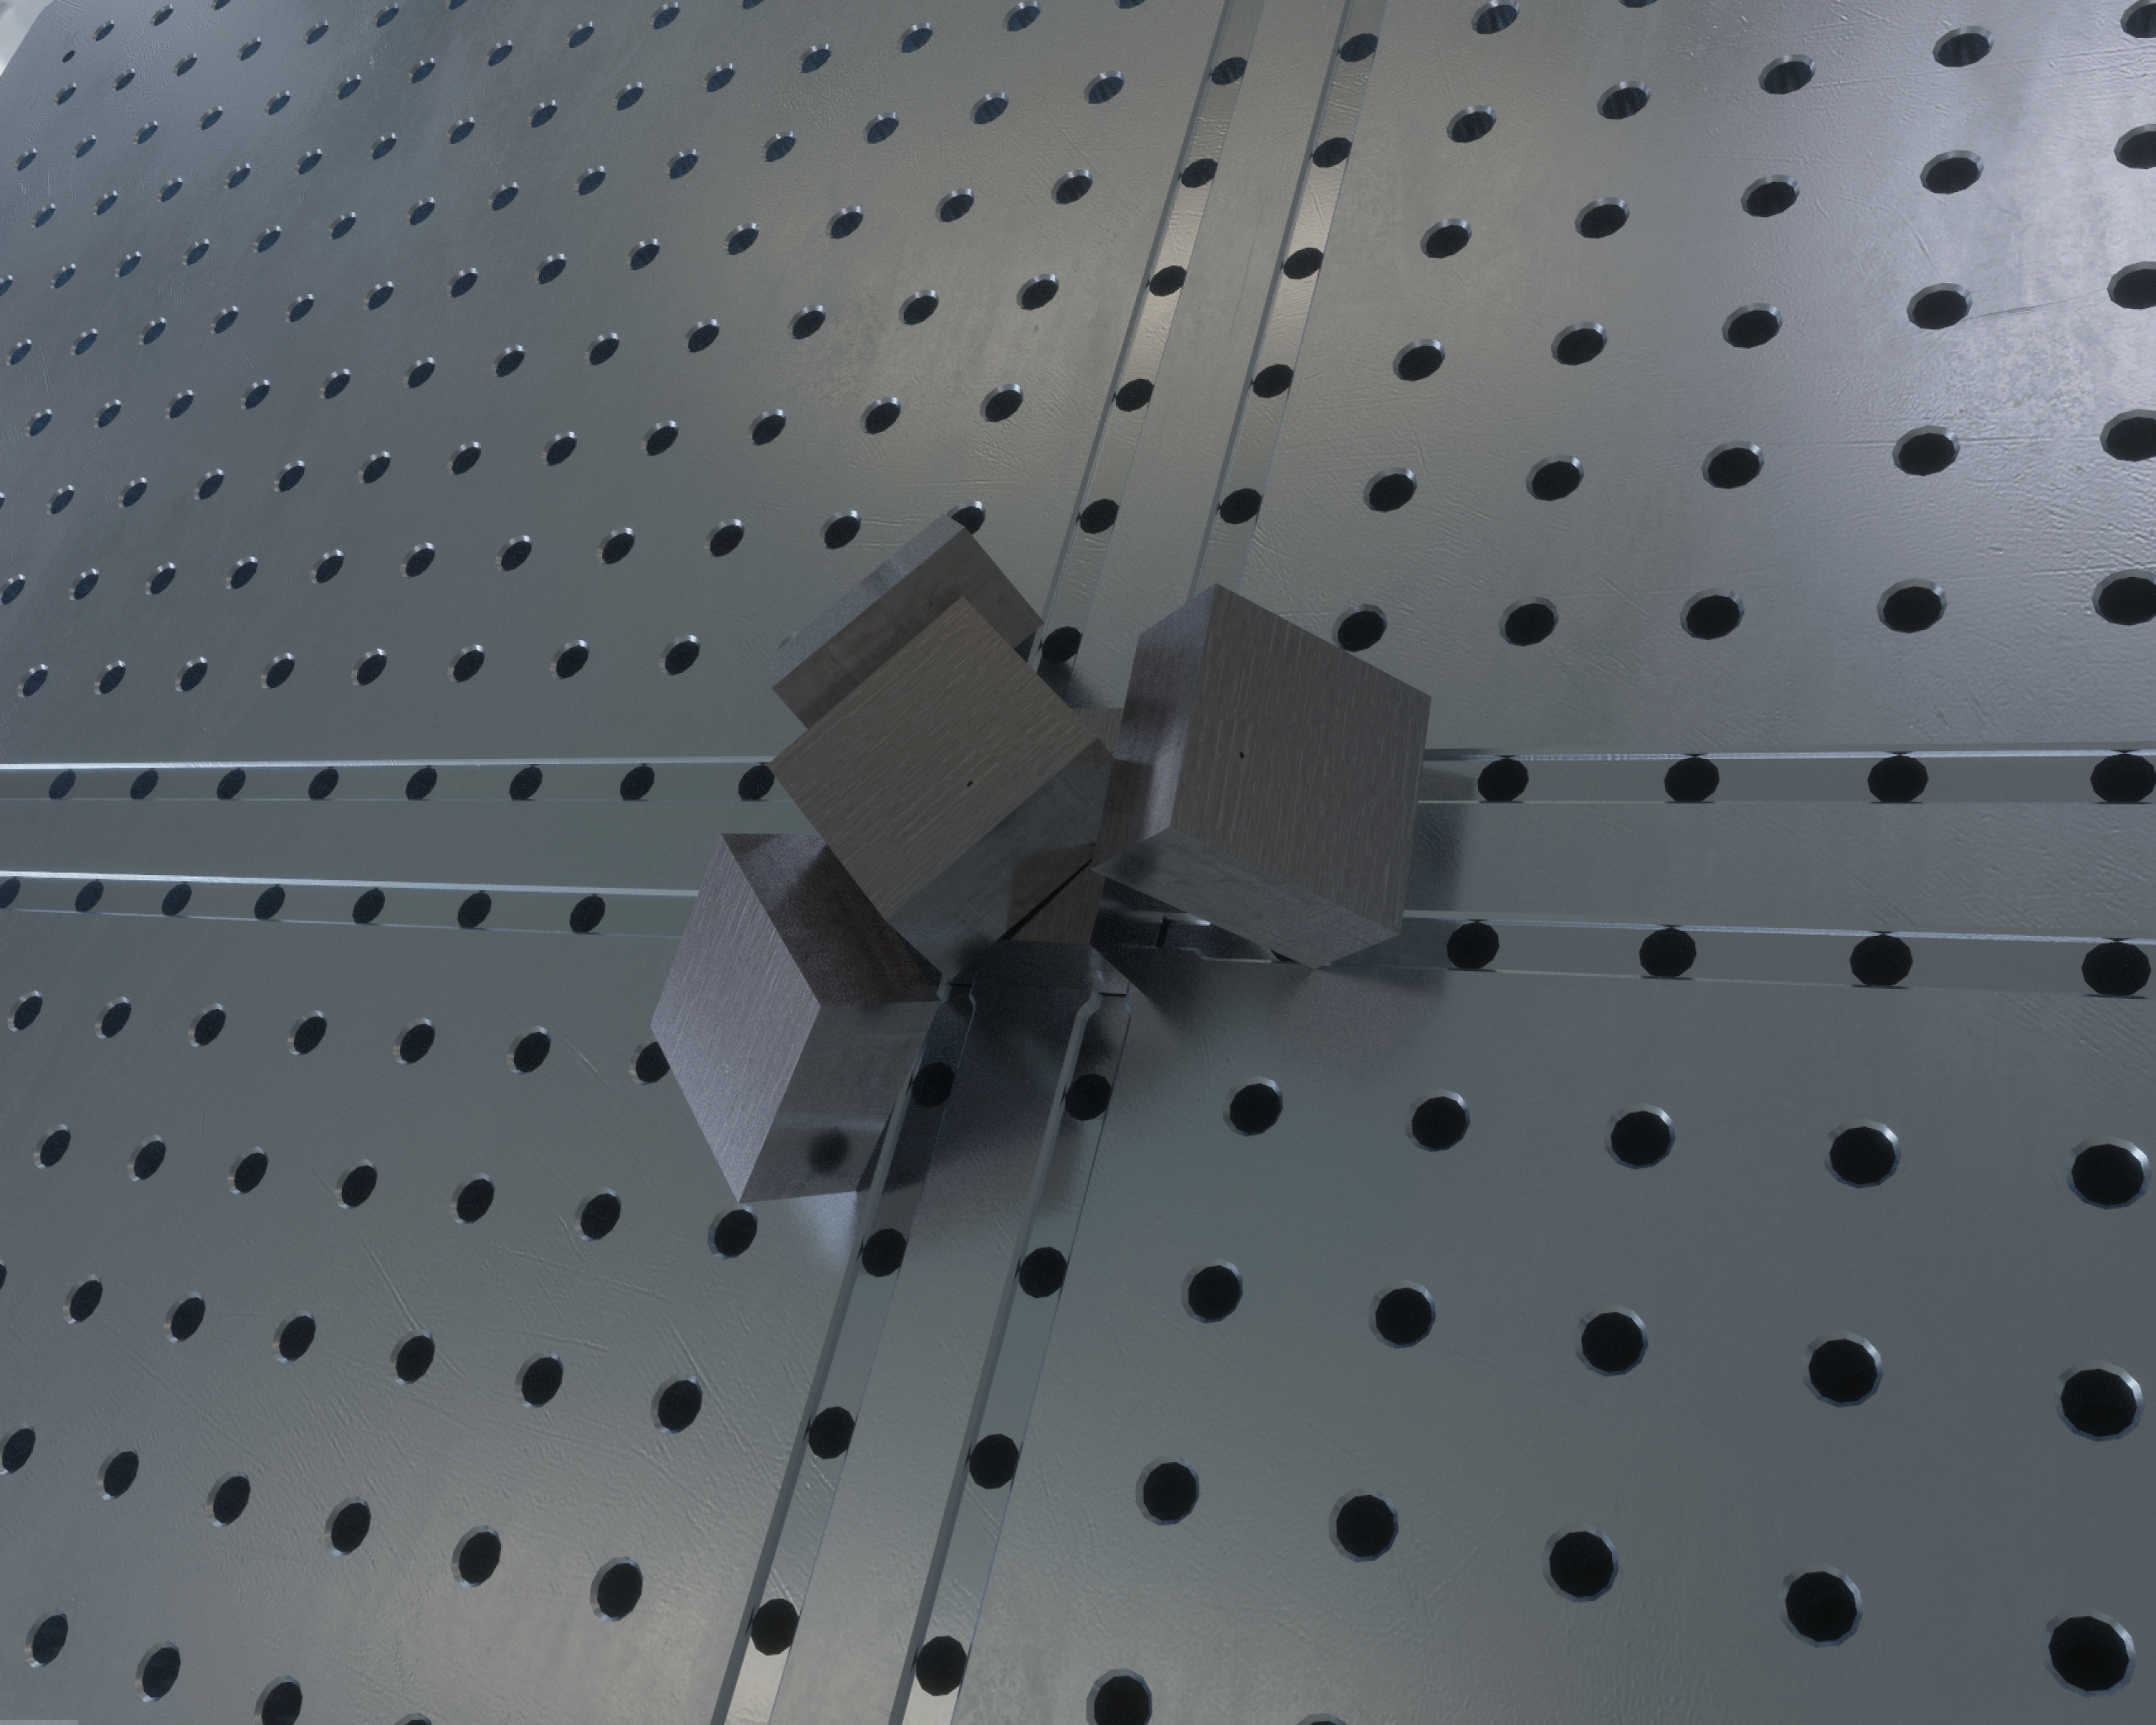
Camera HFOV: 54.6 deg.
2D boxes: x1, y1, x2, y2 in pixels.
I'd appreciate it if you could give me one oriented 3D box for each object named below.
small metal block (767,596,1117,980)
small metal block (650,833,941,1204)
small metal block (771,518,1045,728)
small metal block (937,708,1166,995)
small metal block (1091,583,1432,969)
[{"bbox_3d":[-0.023,-0.015,0.398,0.050,0.025,0.050,-41,51,-1],"label":"small metal block"},{"bbox_3d":[-0.056,0.029,0.404,0.050,0.025,0.050,53,130,39],"label":"small metal block"},{"bbox_3d":[-0.038,-0.047,0.442,0.050,0.025,0.050,-40,15,1],"label":"small metal block"},{"bbox_3d":[-0.009,-0.003,0.416,0.050,0.025,0.050,2,65,29],"label":"small metal block"},{"bbox_3d":[0.034,-0.015,0.381,0.025,0.050,0.050,-29,43,53],"label":"small metal block"}]
